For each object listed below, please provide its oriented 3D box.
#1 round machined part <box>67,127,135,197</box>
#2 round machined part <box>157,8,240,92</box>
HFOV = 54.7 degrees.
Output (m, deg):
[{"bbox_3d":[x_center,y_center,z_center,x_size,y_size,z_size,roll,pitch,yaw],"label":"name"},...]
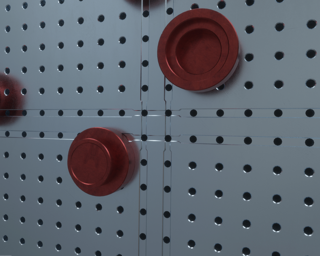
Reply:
[{"bbox_3d":[-0.089,0.048,0.434,0.098,0.042,0.097,0,90,19],"label":"round machined part"},{"bbox_3d":[0.050,-0.093,0.386,0.098,0.042,0.097,0,90,19],"label":"round machined part"}]
